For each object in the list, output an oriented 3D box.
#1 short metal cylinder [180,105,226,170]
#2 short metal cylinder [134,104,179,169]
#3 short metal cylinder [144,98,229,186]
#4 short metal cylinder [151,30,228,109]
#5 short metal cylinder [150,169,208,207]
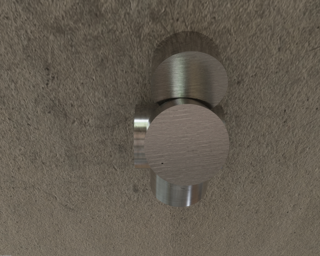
[{"bbox_3d":[0.048,0.011,0.382,0.050,0.080,0.079,1,130,0],"label":"short metal cylinder"},{"bbox_3d":[-0.004,0.010,0.382,0.050,0.080,0.079,0,130,-1],"label":"short metal cylinder"},{"bbox_3d":[0.025,0.012,0.316,0.081,0.050,0.079,0,102,-1],"label":"short metal cylinder"},{"bbox_3d":[0.031,-0.060,0.343,0.081,0.050,0.079,0,130,0],"label":"short metal cylinder"},{"bbox_3d":[0.027,0.060,0.425,0.081,0.080,0.050,0,130,-1],"label":"short metal cylinder"}]
